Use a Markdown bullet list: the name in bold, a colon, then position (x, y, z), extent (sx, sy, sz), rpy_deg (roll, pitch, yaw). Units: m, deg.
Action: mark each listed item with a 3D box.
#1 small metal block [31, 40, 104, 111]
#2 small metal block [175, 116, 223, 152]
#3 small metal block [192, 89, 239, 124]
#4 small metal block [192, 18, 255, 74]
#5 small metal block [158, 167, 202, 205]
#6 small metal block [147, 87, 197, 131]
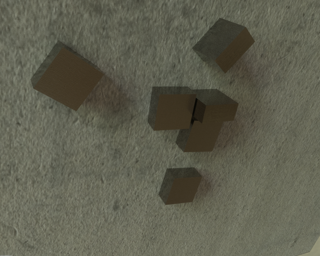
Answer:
- **small metal block**: position (-0.096, -0.053, 0.322), extent (0.050, 0.025, 0.050), rpy_deg (32, 100, -39)
- **small metal block**: position (0.056, 0.007, 0.444), extent (0.050, 0.025, 0.050), rpy_deg (1, 118, -30)
- **small metal block**: position (0.066, -0.030, 0.410), extent (0.050, 0.050, 0.025), rpy_deg (-5, 121, -27)
- **small metal block**: position (0.075, -0.100, 0.372), extent (0.050, 0.050, 0.025), rpy_deg (-47, 130, 5)
- **small metal block**: position (0.031, 0.090, 0.482), extent (0.050, 0.025, 0.050), rpy_deg (2, 118, -30)
- **small metal block**: position (0.015, -0.025, 0.399), extent (0.050, 0.025, 0.050), rpy_deg (-3, 120, -23)
